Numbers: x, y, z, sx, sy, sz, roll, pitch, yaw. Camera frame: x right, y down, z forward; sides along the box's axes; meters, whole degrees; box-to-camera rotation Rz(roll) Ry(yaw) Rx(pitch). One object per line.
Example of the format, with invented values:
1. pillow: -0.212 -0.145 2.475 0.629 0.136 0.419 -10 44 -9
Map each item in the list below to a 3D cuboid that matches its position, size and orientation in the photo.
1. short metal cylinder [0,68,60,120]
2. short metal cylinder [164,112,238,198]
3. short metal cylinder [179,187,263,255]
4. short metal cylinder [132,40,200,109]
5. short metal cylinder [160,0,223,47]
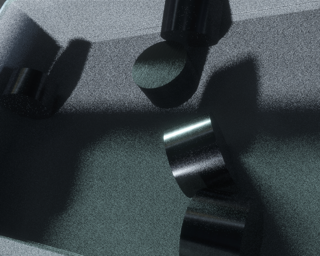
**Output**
1. short metal cylinder: -0.215 -0.056 0.518 0.080 0.080 0.050 -6 59 25
2. short metal cylinder: 0.044 0.028 0.330 0.050 0.080 0.080 -21 54 16
3. short metal cylinder: 0.058 0.098 0.280 0.050 0.080 0.080 5 64 30
4. short metal cylinder: 0.009 -0.074 0.431 0.080 0.050 0.080 -13 56 21
5. short metal cylinder: 0.044 -0.148 0.429 0.080 0.080 0.050 9 92 32
